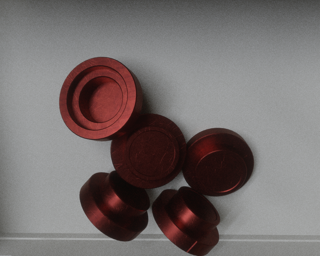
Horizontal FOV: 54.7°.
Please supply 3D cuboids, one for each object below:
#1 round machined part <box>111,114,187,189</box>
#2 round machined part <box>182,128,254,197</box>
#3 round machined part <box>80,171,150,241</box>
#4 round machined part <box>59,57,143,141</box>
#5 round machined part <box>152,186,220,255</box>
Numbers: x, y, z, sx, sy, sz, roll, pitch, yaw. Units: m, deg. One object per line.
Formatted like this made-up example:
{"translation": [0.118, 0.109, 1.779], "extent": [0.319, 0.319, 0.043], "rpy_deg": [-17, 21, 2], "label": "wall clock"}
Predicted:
{"translation": [-0.013, 0.030, 0.396], "extent": [0.099, 0.042, 0.097], "rpy_deg": [0, 92, -11], "label": "round machined part"}
{"translation": [0.079, 0.052, 0.422], "extent": [0.099, 0.042, 0.097], "rpy_deg": [0, 110, 0], "label": "round machined part"}
{"translation": [-0.052, 0.094, 0.407], "extent": [0.098, 0.098, 0.042], "rpy_deg": [39, 106, -13], "label": "round machined part"}
{"translation": [-0.067, -0.032, 0.374], "extent": [0.098, 0.042, 0.097], "rpy_deg": [-2, 82, 15], "label": "round machined part"}
{"translation": [0.041, 0.117, 0.416], "extent": [0.098, 0.098, 0.042], "rpy_deg": [34, 106, -12], "label": "round machined part"}
